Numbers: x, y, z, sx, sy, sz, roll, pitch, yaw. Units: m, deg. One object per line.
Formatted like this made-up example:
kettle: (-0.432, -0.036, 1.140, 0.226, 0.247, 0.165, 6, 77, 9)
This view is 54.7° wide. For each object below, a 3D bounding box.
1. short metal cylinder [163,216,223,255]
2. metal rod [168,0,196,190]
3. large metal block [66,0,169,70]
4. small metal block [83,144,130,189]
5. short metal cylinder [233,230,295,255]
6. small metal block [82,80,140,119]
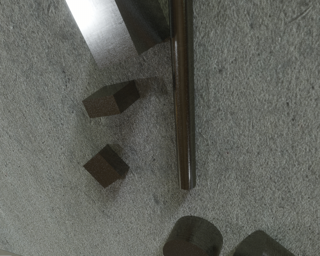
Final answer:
short metal cylinder: (0.051, 0.183, 0.475, 0.080, 0.050, 0.079, 13, 124, 20)
metal rod: (0.027, -0.050, 0.360, 0.025, 0.025, 0.298, 9, 123, 23)
large metal block: (-0.039, -0.117, 0.319, 0.050, 0.080, 0.080, -11, 113, 32)
small metal block: (-0.085, 0.061, 0.487, 0.050, 0.025, 0.050, 47, 129, -6)
short metal cylinder: (0.136, 0.186, 0.415, 0.050, 0.080, 0.080, 38, 129, 3)
small metal block: (-0.062, -0.037, 0.399, 0.050, 0.050, 0.025, -7, 115, 31)
